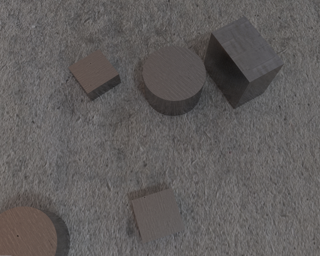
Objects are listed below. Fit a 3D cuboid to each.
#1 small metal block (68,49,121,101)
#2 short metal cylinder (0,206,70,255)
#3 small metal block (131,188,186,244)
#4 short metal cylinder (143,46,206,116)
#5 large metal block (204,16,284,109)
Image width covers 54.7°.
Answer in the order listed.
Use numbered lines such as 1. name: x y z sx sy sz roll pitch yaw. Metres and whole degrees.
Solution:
1. small metal block: -0.091 -0.074 0.435 0.050 0.025 0.050 -35 74 -12
2. short metal cylinder: -0.148 0.131 0.346 0.081 0.050 0.080 0 70 0
3. small metal block: -0.002 0.105 0.370 0.050 0.025 0.050 -16 71 -6
4. short metal cylinder: 0.018 -0.062 0.418 0.081 0.050 0.080 0 70 0
5. large metal block: 0.105 -0.083 0.410 0.050 0.080 0.080 -29 73 -10
